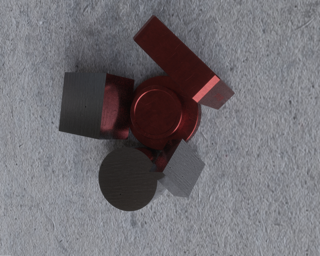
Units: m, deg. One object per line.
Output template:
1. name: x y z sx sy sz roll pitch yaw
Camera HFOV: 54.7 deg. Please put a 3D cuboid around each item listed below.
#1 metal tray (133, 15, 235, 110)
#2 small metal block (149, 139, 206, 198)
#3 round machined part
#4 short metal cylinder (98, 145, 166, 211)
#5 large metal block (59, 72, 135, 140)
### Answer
1. metal tray: 0.033 -0.065 0.341 0.030 0.130 0.090 -46 76 14
2. small metal block: 0.022 0.049 0.377 0.025 0.050 0.050 -8 131 50
3. round machined part: 0.001 -0.020 0.401 0.098 0.042 0.097 0 90 19
4. short metal cylinder: -0.033 0.063 0.408 0.080 0.050 0.079 0 90 19
5. large metal block: -0.085 -0.030 0.412 0.080 0.050 0.079 9 93 36
